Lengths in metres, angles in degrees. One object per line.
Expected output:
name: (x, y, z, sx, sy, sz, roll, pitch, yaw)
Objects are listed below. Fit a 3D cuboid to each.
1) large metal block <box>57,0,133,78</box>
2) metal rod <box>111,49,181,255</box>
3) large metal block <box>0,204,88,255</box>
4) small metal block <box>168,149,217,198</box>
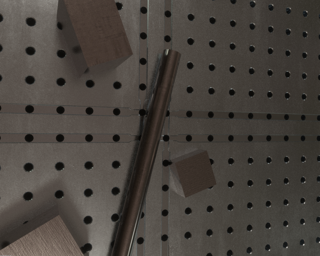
large metal block: (-0.078, -0.108, 0.355, 0.050, 0.080, 0.080, -21, 98, -19)
metal rod: (-0.019, 0.043, 0.406, 0.025, 0.025, 0.299, 16, 85, -20)
large metal block: (-0.133, 0.147, 0.351, 0.080, 0.050, 0.080, -30, 100, -18)
small metal block: (0.045, 0.062, 0.431, 0.050, 0.025, 0.050, -19, 97, -19)
